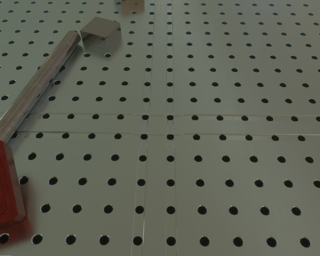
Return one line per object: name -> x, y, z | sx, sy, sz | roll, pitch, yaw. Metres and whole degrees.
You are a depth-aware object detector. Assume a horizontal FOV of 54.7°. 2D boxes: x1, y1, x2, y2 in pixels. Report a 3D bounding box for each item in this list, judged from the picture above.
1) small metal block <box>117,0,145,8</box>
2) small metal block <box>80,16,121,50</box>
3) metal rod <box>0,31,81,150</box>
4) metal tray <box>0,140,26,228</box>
small metal block -> -0.066, -0.278, 0.641 | 0.050, 0.025, 0.050 | -20, 53, -17
small metal block -> -0.104, -0.169, 0.549 | 0.050, 0.025, 0.050 | 19, 53, 15
metal rod -> -0.187, -0.047, 0.445 | 0.025, 0.025, 0.300 | 11, 51, 9
metal tray -> -0.219, 0.072, 0.321 | 0.131, 0.030, 0.090 | -16, 74, -13
